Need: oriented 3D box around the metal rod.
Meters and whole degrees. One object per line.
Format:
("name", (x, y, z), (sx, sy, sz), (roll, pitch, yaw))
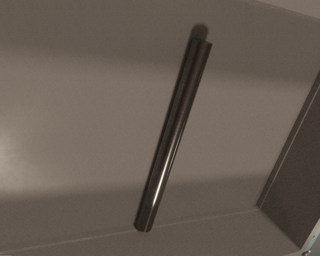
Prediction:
("metal rod", (0.013, 0.026, 0.433), (0.025, 0.025, 0.298), (2, 118, -30))
